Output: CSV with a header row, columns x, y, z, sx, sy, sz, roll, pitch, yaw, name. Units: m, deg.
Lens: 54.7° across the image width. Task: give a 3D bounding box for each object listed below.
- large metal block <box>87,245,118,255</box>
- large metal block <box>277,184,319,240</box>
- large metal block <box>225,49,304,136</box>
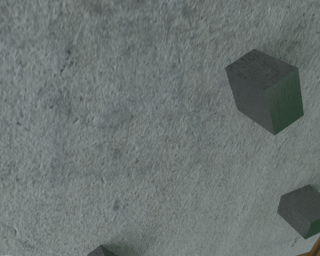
x,y,z,sx,sy,sz,roll,pitch,yaw,name
-0.096,0.245,0.492,0.080,0.050,0.080,-39,130,-2,large metal block
0.311,0.175,0.653,0.081,0.080,0.050,-15,125,-21,large metal block
0.141,-0.050,0.420,0.050,0.080,0.080,-34,129,-6,large metal block
